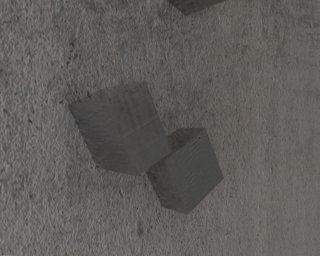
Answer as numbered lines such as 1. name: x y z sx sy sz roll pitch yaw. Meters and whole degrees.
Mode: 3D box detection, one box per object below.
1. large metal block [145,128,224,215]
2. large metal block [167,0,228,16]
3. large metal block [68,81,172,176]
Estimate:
1. large metal block: 0.031 0.054 0.414 0.081 0.050 0.080 -35 112 -34
2. large metal block: 0.056 -0.209 0.415 0.050 0.080 0.080 26 74 -37
3. large metal block: -0.044 0.000 0.332 0.050 0.080 0.080 -33 111 -35
